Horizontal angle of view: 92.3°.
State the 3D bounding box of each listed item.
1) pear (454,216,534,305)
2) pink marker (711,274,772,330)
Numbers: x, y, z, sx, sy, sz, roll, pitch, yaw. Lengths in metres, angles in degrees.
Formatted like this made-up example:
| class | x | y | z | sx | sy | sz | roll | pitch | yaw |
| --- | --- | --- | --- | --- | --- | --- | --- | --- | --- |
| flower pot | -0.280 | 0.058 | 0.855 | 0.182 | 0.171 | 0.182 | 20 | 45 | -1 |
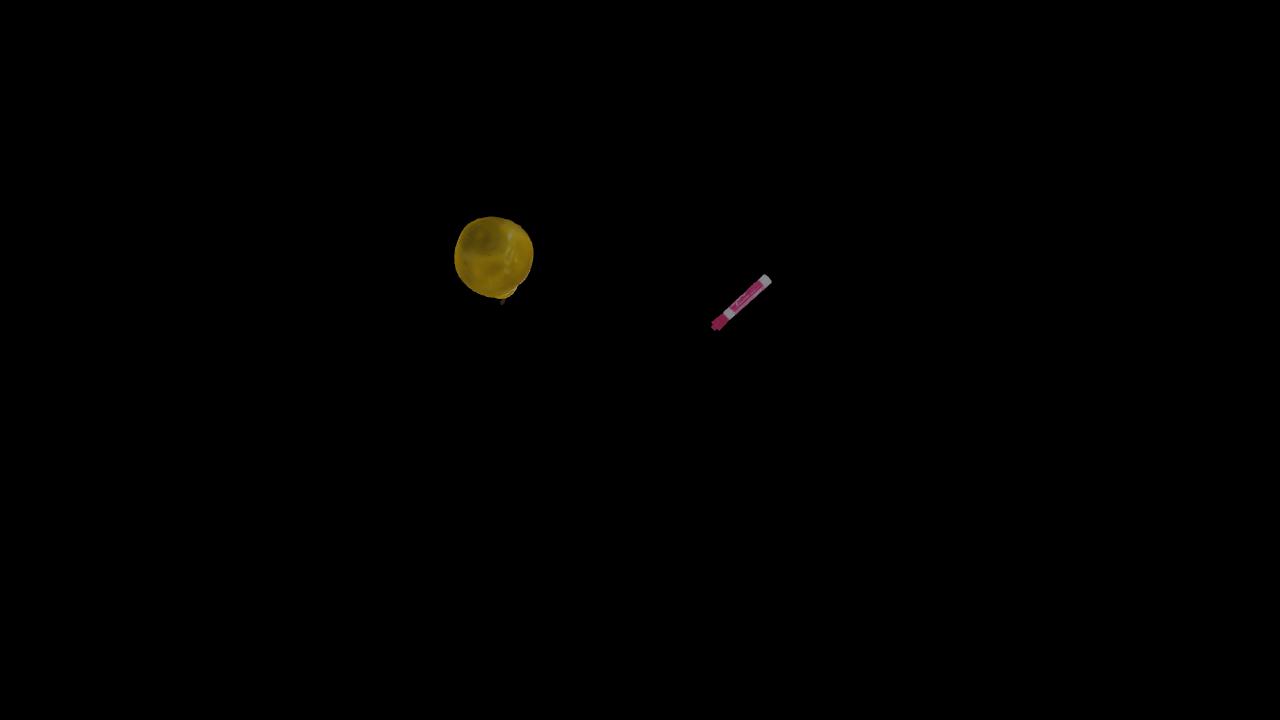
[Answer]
| class | x | y | z | sx | sy | sz | roll | pitch | yaw |
| --- | --- | --- | --- | --- | --- | --- | --- | --- | --- |
| pear | -0.141 | -0.094 | 0.624 | 0.080 | 0.080 | 0.111 | 0 | -17 | 3 |
| pink marker | 0.162 | -0.091 | 0.991 | 0.121 | 0.020 | 0.020 | -43 | 0 | 0 |
